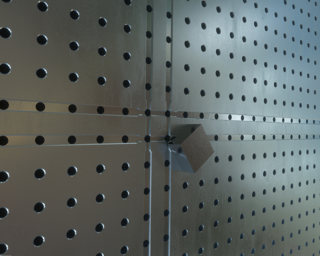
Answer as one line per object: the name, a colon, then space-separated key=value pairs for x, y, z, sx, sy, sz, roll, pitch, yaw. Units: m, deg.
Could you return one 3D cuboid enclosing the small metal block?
small metal block: x=0.046 y=0.029 z=0.446 sx=0.050 sy=0.025 sz=0.050 roll=-42 pitch=115 yaw=-32
